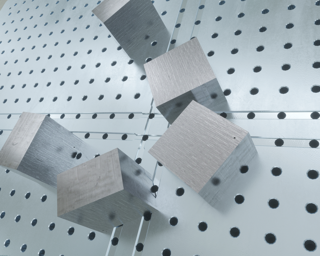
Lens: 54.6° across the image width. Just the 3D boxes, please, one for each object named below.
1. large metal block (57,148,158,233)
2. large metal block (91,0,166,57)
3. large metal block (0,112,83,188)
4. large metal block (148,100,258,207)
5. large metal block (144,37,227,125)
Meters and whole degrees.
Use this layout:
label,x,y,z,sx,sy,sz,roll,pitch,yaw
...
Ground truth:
label,x,y,z,sx,sy,sz,roll,pitch,yaw
large metal block,-0.059,0.075,0.359,0.080,0.080,0.050,-24,53,13
large metal block,-0.050,-0.179,0.510,0.080,0.080,0.050,-40,51,1
large metal block,-0.169,0.033,0.443,0.050,0.080,0.080,7,65,31
large metal block,0.048,0.027,0.351,0.080,0.050,0.080,-49,51,-6
large metal block,0.032,-0.061,0.414,0.080,0.050,0.080,-25,53,12
